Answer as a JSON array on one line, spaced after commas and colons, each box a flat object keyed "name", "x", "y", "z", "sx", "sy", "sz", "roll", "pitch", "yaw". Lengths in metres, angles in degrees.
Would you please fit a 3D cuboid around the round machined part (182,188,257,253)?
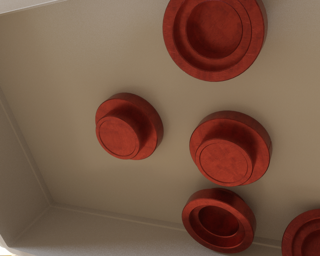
[{"name": "round machined part", "x": 0.084, "y": 0.122, "z": 0.429, "sx": 0.098, "sy": 0.042, "sz": 0.097, "roll": 13, "pitch": 124, "yaw": 21}]

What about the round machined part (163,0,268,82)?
[{"name": "round machined part", "x": 0.056, "y": -0.099, "z": 0.307, "sx": 0.098, "sy": 0.042, "sz": 0.097, "roll": 13, "pitch": 124, "yaw": 21}]

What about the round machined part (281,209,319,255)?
[{"name": "round machined part", "x": 0.196, "y": 0.148, "z": 0.360, "sx": 0.098, "sy": 0.098, "sz": 0.042, "roll": -1, "pitch": 150, "yaw": 29}]

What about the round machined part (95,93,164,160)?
[{"name": "round machined part", "x": -0.048, "y": 0.004, "z": 0.426, "sx": 0.098, "sy": 0.042, "sz": 0.097, "roll": 13, "pitch": 124, "yaw": 21}]

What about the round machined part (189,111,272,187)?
[{"name": "round machined part", "x": 0.082, "y": 0.032, "z": 0.374, "sx": 0.098, "sy": 0.042, "sz": 0.097, "roll": 13, "pitch": 124, "yaw": 21}]
